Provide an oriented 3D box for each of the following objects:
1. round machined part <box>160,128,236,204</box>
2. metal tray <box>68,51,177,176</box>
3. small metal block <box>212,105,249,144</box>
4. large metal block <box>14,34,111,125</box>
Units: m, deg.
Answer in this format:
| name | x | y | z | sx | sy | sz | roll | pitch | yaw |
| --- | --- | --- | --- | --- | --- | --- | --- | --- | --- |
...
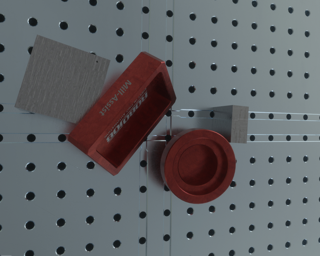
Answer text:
| name | x | y | z | sx | sy | sz | roll | pitch | yaw |
| --- | --- | --- | --- | --- | --- | --- | --- | --- | --- |
| round machined part | 0.048 | 0.048 | 0.417 | 0.099 | 0.042 | 0.097 | -1 | 96 | -15 |
| metal tray | -0.037 | -0.014 | 0.365 | 0.030 | 0.090 | 0.130 | 33 | 76 | 24 |
| small metal block | 0.097 | -0.005 | 0.435 | 0.025 | 0.050 | 0.050 | 4 | 89 | -21 |
| large metal block | -0.111 | -0.049 | 0.358 | 0.081 | 0.050 | 0.080 | 16 | 85 | -19 |
